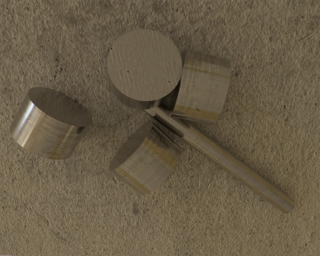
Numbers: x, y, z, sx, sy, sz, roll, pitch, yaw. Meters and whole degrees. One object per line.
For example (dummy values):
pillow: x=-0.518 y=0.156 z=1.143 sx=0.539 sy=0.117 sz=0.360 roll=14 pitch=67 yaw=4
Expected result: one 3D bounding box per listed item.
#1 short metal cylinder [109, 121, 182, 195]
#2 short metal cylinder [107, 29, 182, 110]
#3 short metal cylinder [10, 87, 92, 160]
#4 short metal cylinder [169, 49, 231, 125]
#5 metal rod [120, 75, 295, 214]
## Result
short metal cylinder: x=-0.019 y=0.038 z=0.394 sx=0.050 sy=0.080 sz=0.080 roll=42 pitch=105 yaw=-14
short metal cylinder: x=-0.019 y=-0.065 z=0.355 sx=0.081 sy=0.050 sz=0.080 roll=1 pitch=83 yaw=-8
short metal cylinder: x=-0.131 y=-0.006 z=0.377 sx=0.080 sy=0.080 sz=0.050 roll=31 pitch=107 yaw=-11
short metal cylinder: x=0.044 y=-0.047 z=0.363 sx=0.050 sy=0.080 sz=0.079 roll=12 pitch=110 yaw=-5
metal rod: x=0.069 y=0.028 z=0.420 sx=0.301 sy=0.025 sz=0.025 roll=36 pitch=106 yaw=-13
